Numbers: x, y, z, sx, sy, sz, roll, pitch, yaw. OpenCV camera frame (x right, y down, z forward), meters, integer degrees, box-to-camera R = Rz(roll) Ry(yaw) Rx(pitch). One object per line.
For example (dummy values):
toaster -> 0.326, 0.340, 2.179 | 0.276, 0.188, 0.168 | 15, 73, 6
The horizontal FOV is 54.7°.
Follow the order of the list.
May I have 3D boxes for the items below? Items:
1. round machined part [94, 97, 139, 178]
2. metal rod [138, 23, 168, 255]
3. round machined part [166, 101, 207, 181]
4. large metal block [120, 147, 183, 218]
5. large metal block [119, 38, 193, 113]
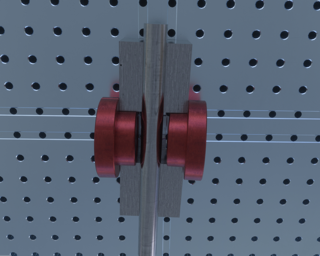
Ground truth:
round machined part -> -0.049, 0.011, 0.377 | 0.042, 0.098, 0.097 | 2, 110, -1
metal rod -> -0.011, 0.032, 0.371 | 0.025, 0.025, 0.298 | 2, 110, -1
round machined part -> 0.031, 0.014, 0.380 | 0.042, 0.098, 0.097 | 3, 110, 4
large metal block -> -0.012, 0.073, 0.426 | 0.081, 0.050, 0.079 | 3, 110, -1
large metal block -> -0.006, -0.065, 0.376 | 0.081, 0.050, 0.079 | 2, 110, -1
